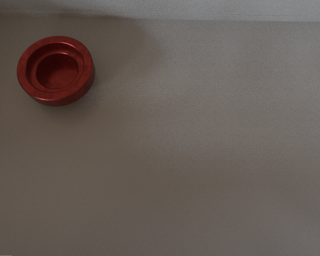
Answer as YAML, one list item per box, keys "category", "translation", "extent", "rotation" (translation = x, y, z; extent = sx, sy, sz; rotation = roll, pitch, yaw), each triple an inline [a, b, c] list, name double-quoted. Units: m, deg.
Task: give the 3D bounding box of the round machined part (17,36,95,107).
- category: "round machined part"
  translation: [-0.138, -0.074, 0.426]
  extent: [0.099, 0.042, 0.098]
  rotation: [0, 70, -1]
